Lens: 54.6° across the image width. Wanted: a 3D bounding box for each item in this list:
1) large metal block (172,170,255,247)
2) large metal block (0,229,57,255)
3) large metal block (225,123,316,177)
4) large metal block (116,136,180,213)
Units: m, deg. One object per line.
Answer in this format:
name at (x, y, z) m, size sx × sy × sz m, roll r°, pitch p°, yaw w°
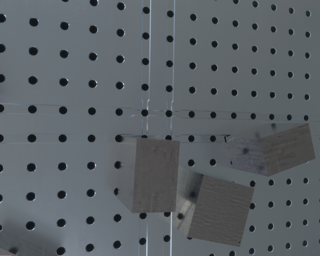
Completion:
large metal block at (0.072, 0.109, 0.426) m, size 0.080 × 0.050 × 0.080 m, roll 18°, pitch 84°, yaw -19°
large metal block at (-0.165, 0.172, 0.339) m, size 0.080 × 0.050 × 0.080 m, roll 34°, pitch 79°, yaw -17°
large metal block at (0.154, 0.027, 0.440) m, size 0.081 × 0.080 × 0.050 m, roll -16°, pitch 96°, yaw -19°
large metal block at (-0.017, 0.052, 0.377) m, size 0.050 × 0.080 × 0.080 m, roll 4°, pitch 89°, yaw -20°
